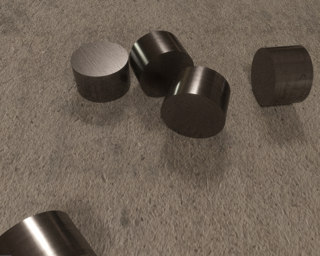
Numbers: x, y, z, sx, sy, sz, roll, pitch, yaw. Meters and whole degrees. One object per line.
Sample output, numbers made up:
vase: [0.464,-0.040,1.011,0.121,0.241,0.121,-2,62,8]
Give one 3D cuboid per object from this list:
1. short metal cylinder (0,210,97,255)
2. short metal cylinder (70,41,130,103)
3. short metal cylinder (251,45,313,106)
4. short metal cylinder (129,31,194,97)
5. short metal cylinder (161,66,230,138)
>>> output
short metal cylinder: [-0.101,0.119,0.267,0.080,0.080,0.050,-33,58,-25]
short metal cylinder: [-0.085,-0.083,0.456,0.081,0.050,0.080,0,50,0]
short metal cylinder: [0.166,-0.073,0.431,0.050,0.080,0.080,-5,50,-5]
short metal cylinder: [0.002,-0.091,0.444,0.081,0.080,0.050,-16,52,-13]
short metal cylinder: [0.046,-0.031,0.395,0.080,0.080,0.050,12,51,9]
